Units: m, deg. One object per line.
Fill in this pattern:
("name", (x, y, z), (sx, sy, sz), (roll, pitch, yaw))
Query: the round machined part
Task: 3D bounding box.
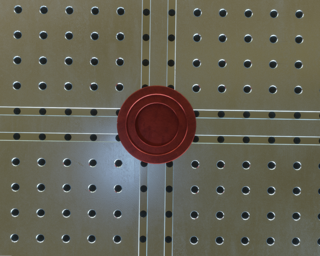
("round machined part", (-0.004, -0.004, 0.404), (0.099, 0.042, 0.097), (0, 90, 0))
